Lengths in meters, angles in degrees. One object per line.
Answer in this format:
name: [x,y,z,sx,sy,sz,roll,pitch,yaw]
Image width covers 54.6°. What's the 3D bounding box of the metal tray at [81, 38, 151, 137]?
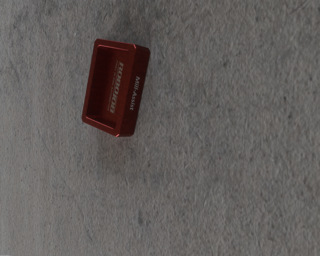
metal tray: [-0.068,-0.060,0.459,0.090,0.030,0.129,20,103,38]
